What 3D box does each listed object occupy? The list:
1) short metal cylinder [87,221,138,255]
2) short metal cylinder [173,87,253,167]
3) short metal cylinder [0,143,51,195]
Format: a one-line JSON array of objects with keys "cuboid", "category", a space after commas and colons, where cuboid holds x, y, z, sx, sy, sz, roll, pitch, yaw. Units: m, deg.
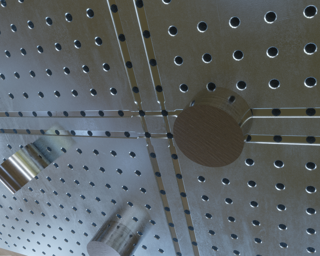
[{"cuboid": [-0.088, 0.220, 0.575, 0.080, 0.050, 0.079, 13, 124, 20], "category": "short metal cylinder"}, {"cuboid": [0.062, -0.001, 0.361, 0.080, 0.050, 0.079, 13, 124, 20], "category": "short metal cylinder"}, {"cuboid": [-0.241, 0.071, 0.543, 0.080, 0.080, 0.050, -34, 100, 38], "category": "short metal cylinder"}]
